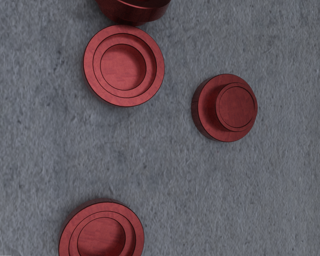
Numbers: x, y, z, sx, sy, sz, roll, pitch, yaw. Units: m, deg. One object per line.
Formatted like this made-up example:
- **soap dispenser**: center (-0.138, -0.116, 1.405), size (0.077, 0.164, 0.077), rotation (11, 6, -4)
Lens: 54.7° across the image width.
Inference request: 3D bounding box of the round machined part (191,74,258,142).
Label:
- **round machined part**: center (0.097, -0.028, 0.437), size (0.099, 0.042, 0.097), rotation (0, 90, -21)

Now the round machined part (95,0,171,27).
- **round machined part**: center (-0.038, -0.161, 0.372), size (0.099, 0.042, 0.098), rotation (11, 56, -17)

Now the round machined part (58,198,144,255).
- **round machined part**: center (-0.072, 0.133, 0.374), size (0.099, 0.042, 0.097), rotation (0, 90, -21)

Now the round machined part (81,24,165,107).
- **round machined part**: center (-0.047, -0.073, 0.383), size (0.099, 0.042, 0.097), rotation (0, 90, -21)
